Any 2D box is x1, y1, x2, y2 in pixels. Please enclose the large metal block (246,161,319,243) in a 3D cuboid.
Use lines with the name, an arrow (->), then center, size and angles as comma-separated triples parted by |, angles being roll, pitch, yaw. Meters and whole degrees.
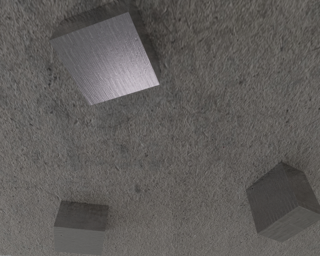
large metal block -> 0.184, 0.112, 0.468 | 0.050, 0.080, 0.080 | 25, 126, -20

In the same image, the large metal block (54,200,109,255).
large metal block -> -0.136, 0.175, 0.538 | 0.081, 0.050, 0.079 | 8, 130, -7

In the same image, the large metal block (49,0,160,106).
large metal block -> -0.052, -0.079, 0.323 | 0.080, 0.050, 0.080 | -15, 129, 12
